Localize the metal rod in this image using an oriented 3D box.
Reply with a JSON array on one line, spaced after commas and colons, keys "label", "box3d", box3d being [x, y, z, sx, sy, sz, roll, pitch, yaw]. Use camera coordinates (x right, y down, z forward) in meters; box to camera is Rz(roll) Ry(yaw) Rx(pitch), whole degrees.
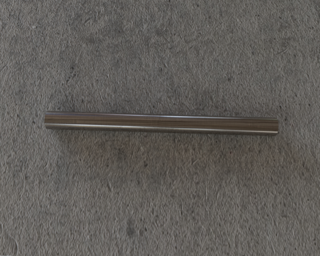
[{"label": "metal rod", "box3d": [0.002, -0.006, 0.412, 0.302, 0.025, 0.025, 2, 70, 0]}]
